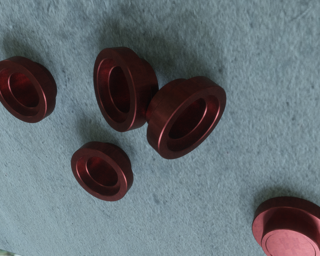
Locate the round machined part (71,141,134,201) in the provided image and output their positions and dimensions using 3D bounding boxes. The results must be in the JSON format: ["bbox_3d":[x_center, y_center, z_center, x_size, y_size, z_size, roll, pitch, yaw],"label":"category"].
[{"bbox_3d":[-0.084,0.062,0.476,0.098,0.042,0.097,13,124,20],"label":"round machined part"}]

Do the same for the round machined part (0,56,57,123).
[{"bbox_3d":[-0.194,-0.060,0.459,0.098,0.042,0.097,13,124,20],"label":"round machined part"}]

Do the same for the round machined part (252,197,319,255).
[{"bbox_3d":[0.167,0.139,0.393,0.098,0.042,0.097,13,124,20],"label":"round machined part"}]

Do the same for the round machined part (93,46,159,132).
[{"bbox_3d":[-0.038,-0.047,0.368,0.098,0.042,0.097,26,124,47],"label":"round machined part"}]

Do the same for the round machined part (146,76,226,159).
[{"bbox_3d":[0.024,-0.016,0.343,0.042,0.099,0.097,43,134,31],"label":"round machined part"}]
